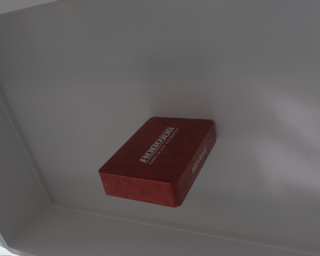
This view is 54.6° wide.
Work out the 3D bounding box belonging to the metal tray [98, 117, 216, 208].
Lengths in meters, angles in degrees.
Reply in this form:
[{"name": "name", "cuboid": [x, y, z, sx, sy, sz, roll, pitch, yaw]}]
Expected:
[{"name": "metal tray", "cuboid": [0.003, 0.031, 0.359, 0.090, 0.131, 0.030, 4, 120, 26]}]
